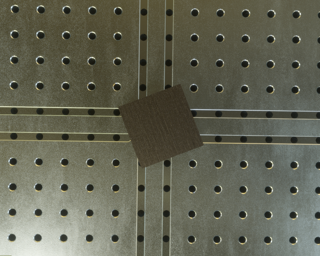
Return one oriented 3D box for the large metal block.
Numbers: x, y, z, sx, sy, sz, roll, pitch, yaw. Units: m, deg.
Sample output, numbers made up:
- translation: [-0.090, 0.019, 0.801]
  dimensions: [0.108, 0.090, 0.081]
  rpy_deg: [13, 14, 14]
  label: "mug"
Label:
- translation: [0.001, -0.002, 0.398]
  dimensions: [0.080, 0.050, 0.080]
  rpy_deg: [-21, 90, -1]
  label: "large metal block"
